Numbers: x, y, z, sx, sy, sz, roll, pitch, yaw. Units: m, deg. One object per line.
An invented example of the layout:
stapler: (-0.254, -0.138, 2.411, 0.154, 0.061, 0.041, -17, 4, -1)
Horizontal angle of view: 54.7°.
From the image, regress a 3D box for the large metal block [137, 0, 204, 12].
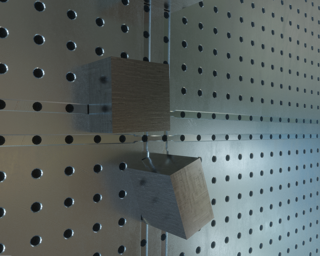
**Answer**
large metal block: (0.016, -0.191, 0.388, 0.081, 0.080, 0.050, 0, 91, -40)

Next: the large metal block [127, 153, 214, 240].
large metal block: (0.013, 0.080, 0.386, 0.050, 0.080, 0.080, -24, 106, -38)

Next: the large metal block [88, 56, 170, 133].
large metal block: (-0.035, -0.036, 0.365, 0.081, 0.050, 0.079, -2, 91, -40)
